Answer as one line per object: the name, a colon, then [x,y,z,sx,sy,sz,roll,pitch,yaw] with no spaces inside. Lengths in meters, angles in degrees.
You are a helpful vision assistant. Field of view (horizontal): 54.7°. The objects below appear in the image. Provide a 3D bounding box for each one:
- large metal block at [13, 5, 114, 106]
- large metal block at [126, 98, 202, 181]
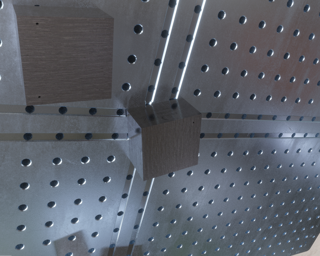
large metal block: [-0.093,-0.072,0.301,0.081,0.050,0.079,-8,122,-25]
large metal block: [0.005,0.013,0.408,0.081,0.050,0.079,-14,124,-21]
